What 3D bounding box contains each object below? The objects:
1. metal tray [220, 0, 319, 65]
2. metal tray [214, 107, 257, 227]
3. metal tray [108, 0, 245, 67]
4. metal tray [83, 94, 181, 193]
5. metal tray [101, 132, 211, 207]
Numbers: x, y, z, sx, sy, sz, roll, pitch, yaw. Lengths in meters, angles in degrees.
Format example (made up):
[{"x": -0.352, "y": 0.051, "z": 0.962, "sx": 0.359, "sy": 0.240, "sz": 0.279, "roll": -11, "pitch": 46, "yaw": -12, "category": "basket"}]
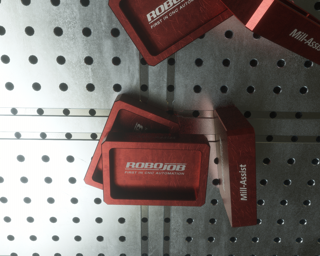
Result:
[{"x": 0.125, "y": -0.110, "z": 0.314, "sx": 0.131, "sy": 0.090, "sz": 0.030, "roll": 14, "pitch": 127, "yaw": -29, "category": "metal tray"}, {"x": 0.095, "y": 0.047, "z": 0.396, "sx": 0.030, "sy": 0.090, "sz": 0.129, "roll": -7, "pitch": 110, "yaw": 3, "category": "metal tray"}, {"x": 0.019, "y": -0.144, "z": 0.357, "sx": 0.130, "sy": 0.030, "sz": 0.090, "roll": -31, "pitch": 107, "yaw": 11, "category": "metal tray"}, {"x": -0.039, "y": 0.030, "z": 0.421, "sx": 0.090, "sy": 0.030, "sz": 0.129, "roll": 22, "pitch": 109, "yaw": -8, "category": "metal tray"}, {"x": -0.006, "y": 0.053, "z": 0.397, "sx": 0.131, "sy": 0.030, "sz": 0.089, "roll": 1, "pitch": 110, "yaw": -1, "category": "metal tray"}]
